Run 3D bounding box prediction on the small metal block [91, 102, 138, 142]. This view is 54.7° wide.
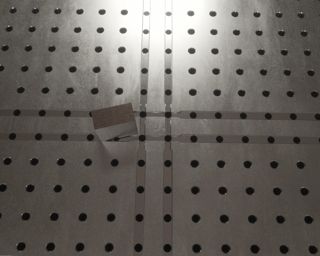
[{"bbox_3d":[-0.057,-0.006,0.400,0.050,0.050,0.025,-13,71,-5],"label":"small metal block"}]
